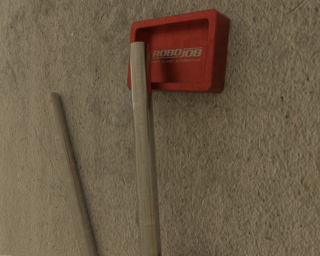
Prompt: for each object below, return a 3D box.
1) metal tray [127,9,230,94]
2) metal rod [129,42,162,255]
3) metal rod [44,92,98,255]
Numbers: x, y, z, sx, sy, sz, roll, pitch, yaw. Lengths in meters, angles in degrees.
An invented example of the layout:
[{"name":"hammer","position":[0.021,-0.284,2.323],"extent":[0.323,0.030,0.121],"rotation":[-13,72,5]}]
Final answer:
[{"name":"metal tray","position":[0.017,-0.090,0.385],"extent":[0.130,0.030,0.089],"rotation":[7,95,39]},{"name":"metal rod","position":[-0.017,0.045,0.370],"extent":[0.025,0.025,0.298],"rotation":[-9,81,39]},{"name":"metal rod","position":[-0.153,0.079,0.527],"extent":[0.025,0.025,0.299],"rotation":[-28,73,36]}]
